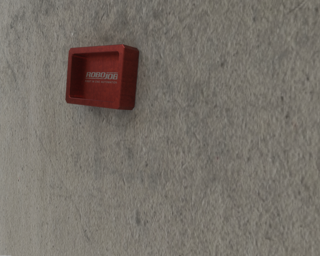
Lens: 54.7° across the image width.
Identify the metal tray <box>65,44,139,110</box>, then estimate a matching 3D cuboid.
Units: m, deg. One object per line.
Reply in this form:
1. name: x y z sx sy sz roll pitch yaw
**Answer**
1. metal tray: -0.092 -0.077 0.474 0.130 0.030 0.089 9 96 39
